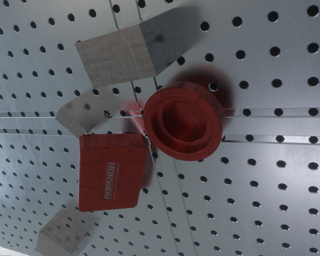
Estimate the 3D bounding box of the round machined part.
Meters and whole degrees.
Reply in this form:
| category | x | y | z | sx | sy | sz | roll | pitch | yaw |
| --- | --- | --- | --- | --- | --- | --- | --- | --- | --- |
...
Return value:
| category | x | y | z | sx | sy | sz | roll | pitch | yaw |
| --- | --- | --- | --- | --- | --- | --- | --- | --- | --- |
| round machined part | 0.032 | -0.012 | 0.376 | 0.098 | 0.042 | 0.097 | 13 | 124 | 21 |

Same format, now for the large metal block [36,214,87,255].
| category | x | y | z | sx | sy | sz | roll | pitch | yaw |
| --- | --- | --- | --- | --- | --- | --- | --- | --- | --- |
| large metal block | -0.210 | 0.244 | 0.657 | 0.080 | 0.050 | 0.079 | 31 | 129 | 8 |

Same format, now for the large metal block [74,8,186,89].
| category | x | y | z | sx | sy | sz | roll | pitch | yaw |
| --- | --- | --- | --- | --- | --- | --- | --- | --- | --- |
| large metal block | -0.029 | -0.087 | 0.337 | 0.080 | 0.080 | 0.050 | -6 | 116 | 31 |

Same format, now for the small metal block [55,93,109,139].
| category | x | y | z | sx | sy | sz | roll | pitch | yaw |
| --- | --- | --- | --- | --- | --- | --- | --- | --- | --- |
| small metal block | -0.111 | -0.016 | 0.444 | 0.050 | 0.050 | 0.025 | 41 | 129 | 0 |

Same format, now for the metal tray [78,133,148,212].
| category | x | y | z | sx | sy | sz | roll | pitch | yaw |
| --- | --- | --- | --- | --- | --- | --- | --- | --- | --- |
| metal tray | -0.073 | 0.068 | 0.456 | 0.091 | 0.030 | 0.129 | -1 | 127 | -17 |
